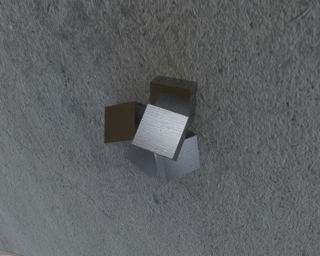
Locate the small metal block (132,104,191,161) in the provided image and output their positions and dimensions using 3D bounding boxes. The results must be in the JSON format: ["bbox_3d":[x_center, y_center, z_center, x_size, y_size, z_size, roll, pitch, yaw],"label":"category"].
[{"bbox_3d":[0.003,0.006,0.359,0.050,0.025,0.050,20,82,16],"label":"small metal block"}]

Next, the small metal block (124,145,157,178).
[{"bbox_3d":[-0.015,0.035,0.436,0.050,0.025,0.050,39,129,2],"label":"small metal block"}]

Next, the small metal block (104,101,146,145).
[{"bbox_3d":[-0.046,-0.005,0.412,0.050,0.025,0.050,-8,77,31],"label":"small metal block"}]

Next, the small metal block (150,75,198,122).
[{"bbox_3d":[0.016,-0.033,0.378,0.050,0.025,0.050,13,124,20],"label":"small metal block"}]

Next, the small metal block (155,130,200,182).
[{"bbox_3d":[0.022,0.034,0.398,0.025,0.050,0.050,38,143,55],"label":"small metal block"}]

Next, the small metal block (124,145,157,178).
[{"bbox_3d":[-0.015,0.035,0.436,0.050,0.025,0.050,39,129,1],"label":"small metal block"}]
